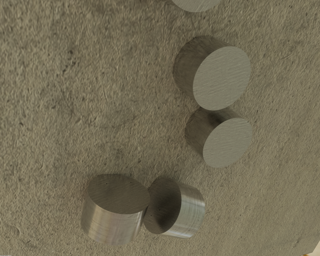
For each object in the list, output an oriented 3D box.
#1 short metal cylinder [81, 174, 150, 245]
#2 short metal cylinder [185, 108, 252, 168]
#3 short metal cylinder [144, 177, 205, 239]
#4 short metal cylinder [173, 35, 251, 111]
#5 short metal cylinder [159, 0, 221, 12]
[{"bbox_3d":[-0.058,0.104,0.403,0.081,0.080,0.050,3,117,-30],"label":"short metal cylinder"},{"bbox_3d":[0.083,0.010,0.442,0.081,0.050,0.079,-14,124,-21],"label":"short metal cylinder"},{"bbox_3d":[0.019,0.118,0.454,0.050,0.080,0.080,27,104,-37],"label":"short metal cylinder"},{"bbox_3d":[0.063,-0.068,0.383,0.081,0.050,0.079,-14,124,-21],"label":"short metal cylinder"},{"bbox_3d":[0.028,-0.161,0.306,0.081,0.050,0.079,-14,124,-21],"label":"short metal cylinder"}]
